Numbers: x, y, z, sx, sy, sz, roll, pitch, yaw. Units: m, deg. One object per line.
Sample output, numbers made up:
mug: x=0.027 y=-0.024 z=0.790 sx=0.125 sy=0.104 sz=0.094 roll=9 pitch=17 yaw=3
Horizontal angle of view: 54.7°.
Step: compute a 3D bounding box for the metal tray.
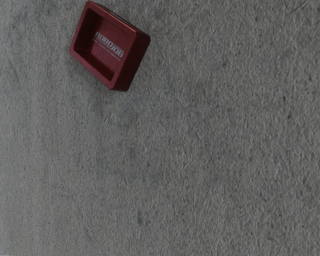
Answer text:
metal tray: x=-0.081 y=-0.125 z=0.468 sx=0.130 sy=0.030 sz=0.089 roll=42 pitch=115 yaw=32
